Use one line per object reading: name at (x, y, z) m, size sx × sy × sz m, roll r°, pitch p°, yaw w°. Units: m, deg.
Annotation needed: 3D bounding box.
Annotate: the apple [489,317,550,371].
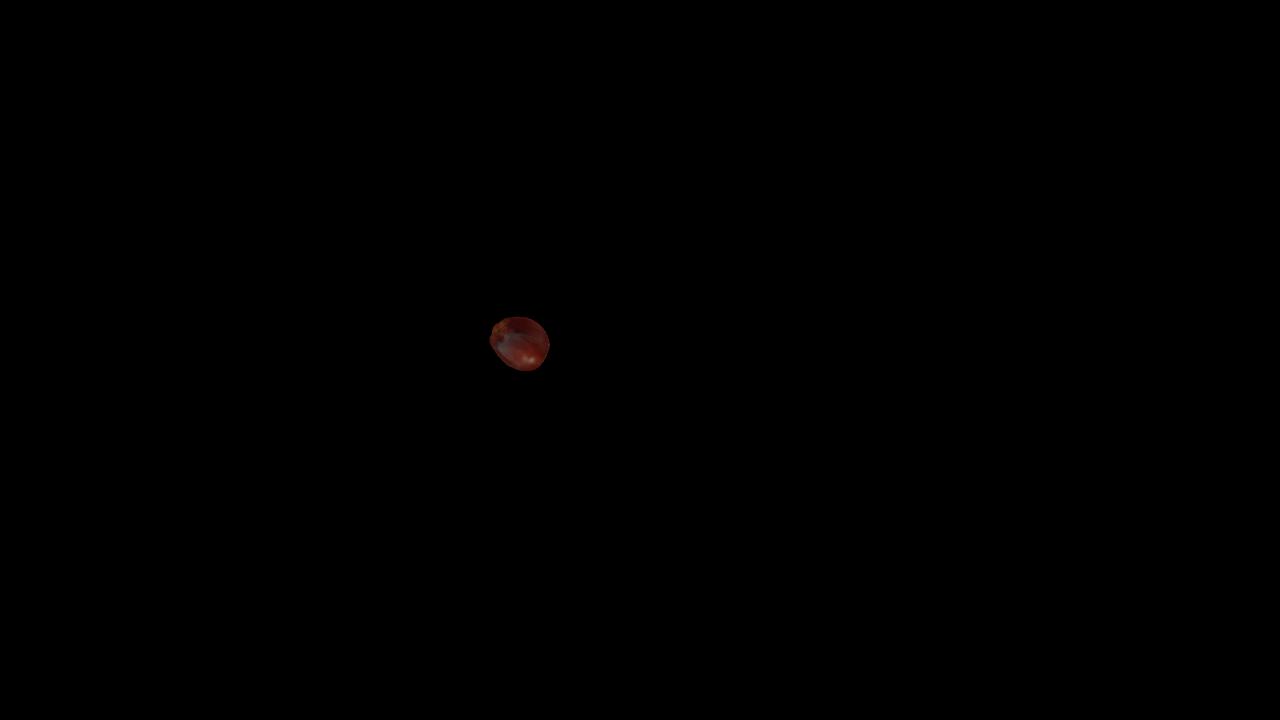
apple at (-0.179, -0.025, 0.925) m, size 0.079 × 0.079 × 0.093 m, roll 0°, pitch -26°, yaw 43°
